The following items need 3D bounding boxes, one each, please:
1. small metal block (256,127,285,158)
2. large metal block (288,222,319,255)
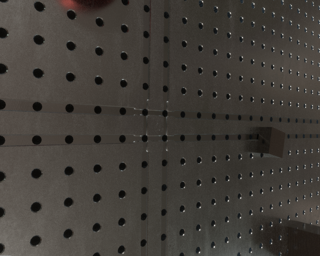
[{"bbox_3d":[0.213,0.028,0.591,0.050,0.025,0.050,17,79,-39],"label":"small metal block"},{"bbox_3d":[0.317,0.249,0.644,0.050,0.080,0.079,-1,91,-40],"label":"large metal block"}]
